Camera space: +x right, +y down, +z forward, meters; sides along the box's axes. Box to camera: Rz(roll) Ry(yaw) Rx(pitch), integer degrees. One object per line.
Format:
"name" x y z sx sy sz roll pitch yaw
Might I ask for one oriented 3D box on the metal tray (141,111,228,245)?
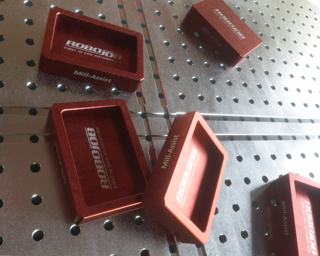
"metal tray" 0.036 0.055 0.364 0.090 0.030 0.130 51 45 -31

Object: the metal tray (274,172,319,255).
"metal tray" 0.211 0.136 0.434 0.090 0.030 0.130 20 54 -16

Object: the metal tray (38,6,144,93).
"metal tray" -0.088 -0.105 0.420 0.131 0.030 0.090 11 57 -22

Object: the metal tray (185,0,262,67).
"metal tray" 0.121 -0.184 0.582 0.130 0.030 0.091 48 51 5

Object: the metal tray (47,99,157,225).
"metal tray" -0.066 0.032 0.349 0.091 0.030 0.130 -8 66 -32
